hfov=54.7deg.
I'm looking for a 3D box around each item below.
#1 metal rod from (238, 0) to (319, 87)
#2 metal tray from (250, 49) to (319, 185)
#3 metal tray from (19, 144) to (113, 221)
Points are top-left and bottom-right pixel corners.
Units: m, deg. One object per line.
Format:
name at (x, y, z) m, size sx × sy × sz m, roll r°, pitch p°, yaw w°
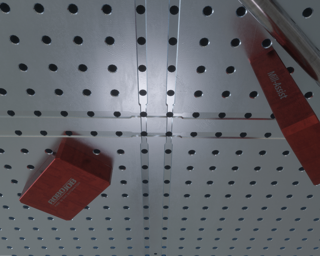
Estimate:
metal rod at (0.159, -0.083, 0.341) m, size 0.301 × 0.025 × 0.025 m, roll 34°, pitch 122°, yaw -26°
metal tray at (0.142, -0.016, 0.330) m, size 0.030 × 0.130 × 0.090 m, roll -29°, pitch 125°, yaw 22°
metal tray at (-0.147, 0.089, 0.483) m, size 0.090 × 0.030 × 0.129 m, roll 32°, pitch 123°, yaw -25°
